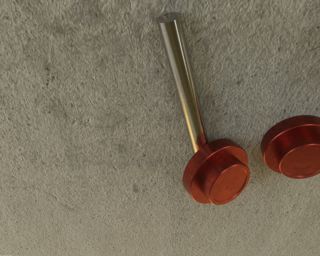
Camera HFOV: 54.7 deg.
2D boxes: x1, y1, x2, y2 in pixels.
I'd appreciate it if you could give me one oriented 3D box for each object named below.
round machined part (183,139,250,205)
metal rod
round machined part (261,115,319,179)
[{"bbox_3d":[0.084,0.067,0.428,0.099,0.042,0.097,-16,126,-24],"label":"round machined part"},{"bbox_3d":[0.047,-0.002,0.406,0.025,0.025,0.299,-12,130,9],"label":"metal rod"},{"bbox_3d":[0.194,0.033,0.427,0.099,0.042,0.097,-1,130,0],"label":"round machined part"}]
